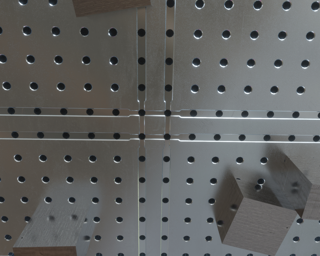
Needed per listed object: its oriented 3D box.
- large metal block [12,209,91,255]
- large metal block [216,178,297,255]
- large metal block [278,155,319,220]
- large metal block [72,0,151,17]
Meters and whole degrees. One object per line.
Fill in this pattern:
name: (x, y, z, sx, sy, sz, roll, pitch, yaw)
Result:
large metal block: (-0.148, 0.161, 0.441, 0.081, 0.080, 0.050, -1, 110, 0)
large metal block: (0.137, 0.129, 0.450, 0.080, 0.050, 0.079, 16, 109, -6)
large metal block: (0.219, 0.080, 0.417, 0.081, 0.080, 0.050, 6, 110, -3)
large metal block: (-0.056, -0.169, 0.337, 0.080, 0.050, 0.079, -9, 110, 3)
